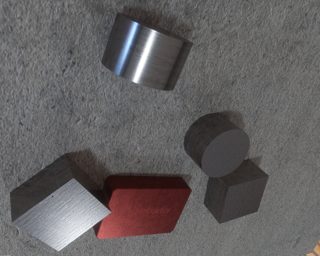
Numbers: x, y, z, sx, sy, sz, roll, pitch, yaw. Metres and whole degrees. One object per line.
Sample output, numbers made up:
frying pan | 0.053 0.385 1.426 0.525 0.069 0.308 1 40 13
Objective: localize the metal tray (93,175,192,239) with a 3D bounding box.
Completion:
metal tray | -0.026 0.117 0.462 0.131 0.030 0.089 7 115 -32

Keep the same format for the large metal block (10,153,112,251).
large metal block | -0.121 0.092 0.382 0.080 0.050 0.080 -36 129 -4

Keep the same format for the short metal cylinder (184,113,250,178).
short metal cylinder | 0.082 0.025 0.451 0.081 0.050 0.079 -14 124 -21

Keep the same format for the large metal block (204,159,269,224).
large metal block | 0.127 0.106 0.526 0.081 0.050 0.079 -9 123 -24

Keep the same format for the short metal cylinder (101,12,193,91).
short metal cylinder | -0.013 -0.078 0.316 0.081 0.080 0.050 10 114 -33
